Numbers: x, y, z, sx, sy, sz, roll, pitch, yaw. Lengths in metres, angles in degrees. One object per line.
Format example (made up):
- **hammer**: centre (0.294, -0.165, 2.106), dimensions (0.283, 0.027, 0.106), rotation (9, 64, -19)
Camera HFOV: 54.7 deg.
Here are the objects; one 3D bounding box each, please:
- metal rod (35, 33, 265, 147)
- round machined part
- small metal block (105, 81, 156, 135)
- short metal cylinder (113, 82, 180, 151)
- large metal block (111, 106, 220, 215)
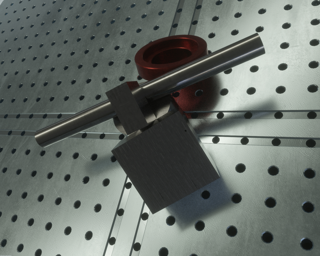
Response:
- **metal rod**: centre (-0.024, -0.040, 0.379), dimensions (0.301, 0.025, 0.025), rotation (-22, 54, 14)
- **round machined part**: centre (0.018, -0.088, 0.426), dimensions (0.098, 0.042, 0.098), rotation (-9, 37, 7)
- **small metal block**: centre (-0.030, -0.024, 0.343), dimensions (0.025, 0.050, 0.050), rotation (-26, 95, 12)
- **short metal cylinder**: centre (-0.013, -0.014, 0.406), dimensions (0.080, 0.050, 0.080), rotation (-13, 56, 20)
- **large metal block**: centre (0.007, 0.032, 0.338), dimensions (0.080, 0.050, 0.080), rotation (-31, 97, 8)
